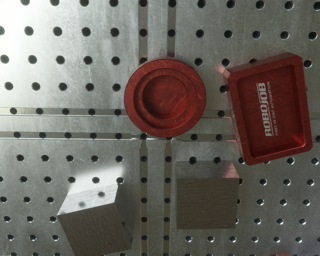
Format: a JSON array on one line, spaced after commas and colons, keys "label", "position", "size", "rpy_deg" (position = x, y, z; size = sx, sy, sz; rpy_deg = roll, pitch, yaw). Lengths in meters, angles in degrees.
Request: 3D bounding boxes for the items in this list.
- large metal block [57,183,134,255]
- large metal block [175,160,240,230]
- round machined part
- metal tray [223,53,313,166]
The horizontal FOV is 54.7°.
[{"label": "large metal block", "position": [-0.089, 0.135, 0.449], "size": [0.080, 0.050, 0.080], "rpy_deg": [-14, 110, 5]}, {"label": "large metal block", "position": [0.063, 0.093, 0.435], "size": [0.081, 0.050, 0.079], "rpy_deg": [-1, 110, 0]}, {"label": "round machined part", "position": [0.006, -0.041, 0.389], "size": [0.099, 0.042, 0.097], "rpy_deg": [0, 110, 0]}, {"label": "metal tray", "position": [0.141, -0.023, 0.403], "size": [0.090, 0.030, 0.129], "rpy_deg": [-15, 110, 5]}]
